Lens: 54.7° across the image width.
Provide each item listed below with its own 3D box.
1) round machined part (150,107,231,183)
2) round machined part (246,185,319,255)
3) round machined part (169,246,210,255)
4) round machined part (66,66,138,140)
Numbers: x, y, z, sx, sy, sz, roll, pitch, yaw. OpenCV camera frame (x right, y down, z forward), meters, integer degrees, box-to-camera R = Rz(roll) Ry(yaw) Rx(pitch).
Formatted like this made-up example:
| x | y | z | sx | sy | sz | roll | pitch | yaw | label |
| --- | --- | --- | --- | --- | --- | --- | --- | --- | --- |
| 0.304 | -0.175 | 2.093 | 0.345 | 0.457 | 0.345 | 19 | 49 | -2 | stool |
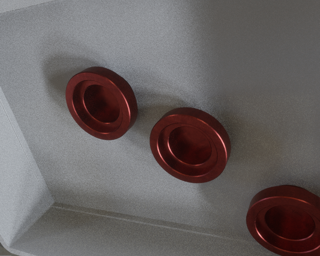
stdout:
| x | y | z | sx | sy | sz | roll | pitch | yaw | label |
| --- | --- | --- | --- | --- | --- | --- | --- | --- | --- |
| 0.040 | 0.017 | 0.387 | 0.098 | 0.042 | 0.097 | 13 | 124 | 21 | round machined part |
| 0.160 | 0.109 | 0.381 | 0.098 | 0.042 | 0.097 | 13 | 124 | 21 | round machined part |
| 0.053 | 0.252 | 0.528 | 0.098 | 0.042 | 0.097 | 13 | 124 | 21 | round machined part |
| -0.073 | -0.036 | 0.414 | 0.098 | 0.042 | 0.097 | 13 | 124 | 21 | round machined part |
